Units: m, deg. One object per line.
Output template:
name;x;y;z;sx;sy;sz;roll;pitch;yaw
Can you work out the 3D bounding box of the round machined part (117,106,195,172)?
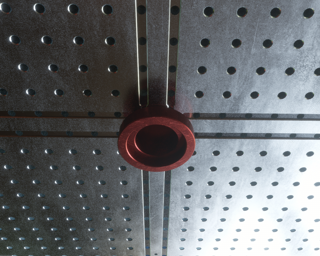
round machined part;-0.005;0.010;0.408;0.099;0.042;0.097;0;130;0
